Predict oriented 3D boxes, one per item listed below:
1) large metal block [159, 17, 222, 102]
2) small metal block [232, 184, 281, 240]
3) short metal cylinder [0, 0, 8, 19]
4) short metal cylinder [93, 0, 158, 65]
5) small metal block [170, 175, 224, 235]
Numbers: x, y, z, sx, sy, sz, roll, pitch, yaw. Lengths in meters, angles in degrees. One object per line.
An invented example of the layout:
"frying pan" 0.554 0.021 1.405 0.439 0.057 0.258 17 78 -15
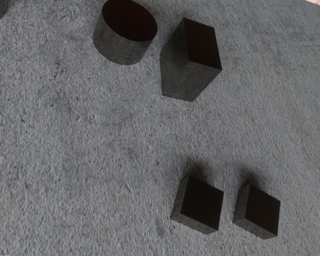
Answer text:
"large metal block" 0.041 -0.096 0.449 0.050 0.080 0.080 11 57 -23
"small metal block" 0.127 0.110 0.405 0.050 0.025 0.050 30 52 -9
"short metal cylinder" -0.226 -0.173 0.372 0.081 0.050 0.080 14 56 -21
"short metal cylinder" -0.051 -0.138 0.444 0.081 0.050 0.080 14 56 -21
"small metal block" 0.046 0.092 0.372 0.050 0.025 0.050 27 52 -11
